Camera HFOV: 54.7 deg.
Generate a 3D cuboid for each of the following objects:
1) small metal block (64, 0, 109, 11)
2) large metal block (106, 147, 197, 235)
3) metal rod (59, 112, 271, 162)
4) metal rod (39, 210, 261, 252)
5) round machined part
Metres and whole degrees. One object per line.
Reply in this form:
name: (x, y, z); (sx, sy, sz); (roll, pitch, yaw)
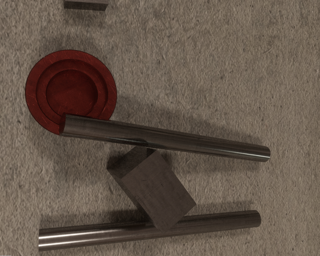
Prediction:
small metal block: (-0.091, -0.173, 0.375); (0.050, 0.025, 0.050); (-4, 92, -20)
large metal block: (-0.013, 0.070, 0.376); (0.050, 0.080, 0.080); (-39, 103, -16)
metal rod: (0.029, 0.018, 0.395); (0.302, 0.025, 0.025); (10, 87, -30)
metal rod: (0.002, 0.133, 0.410); (0.303, 0.025, 0.025); (1, 90, -21)
round machined part: (-0.103, -0.038, 0.362); (0.099, 0.042, 0.097); (0, 90, -20)
